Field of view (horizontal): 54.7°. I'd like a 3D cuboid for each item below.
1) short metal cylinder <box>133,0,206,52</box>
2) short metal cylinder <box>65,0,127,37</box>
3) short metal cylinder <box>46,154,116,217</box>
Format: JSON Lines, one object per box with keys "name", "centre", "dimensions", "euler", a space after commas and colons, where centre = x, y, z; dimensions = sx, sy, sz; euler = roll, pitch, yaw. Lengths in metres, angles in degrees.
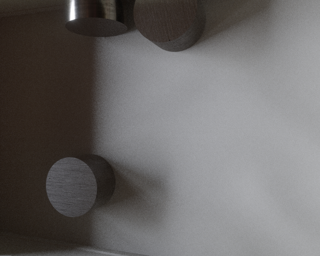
{"name": "short metal cylinder", "centre": [0.014, -0.142, 0.392], "dimensions": [0.080, 0.050, 0.080], "euler": [0, 90, 20]}
{"name": "short metal cylinder", "centre": [-0.084, -0.157, 0.411], "dimensions": [0.080, 0.080, 0.050], "euler": [-1, 90, 20]}
{"name": "short metal cylinder", "centre": [-0.110, 0.079, 0.436], "dimensions": [0.080, 0.050, 0.080], "euler": [0, 90, 20]}
